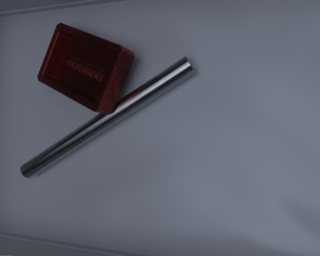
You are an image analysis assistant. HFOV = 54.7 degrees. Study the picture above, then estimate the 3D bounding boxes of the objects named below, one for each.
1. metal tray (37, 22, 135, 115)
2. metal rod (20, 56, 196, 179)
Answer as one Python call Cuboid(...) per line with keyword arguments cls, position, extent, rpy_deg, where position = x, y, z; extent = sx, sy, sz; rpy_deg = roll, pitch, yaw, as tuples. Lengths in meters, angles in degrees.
Cuboid(cls="metal tray", position=(-0.106, -0.084, 0.429), extent=(0.130, 0.030, 0.090), rpy_deg=(27, 98, 29))
Cuboid(cls="metal rod", position=(-0.083, -0.007, 0.438), extent=(0.300, 0.025, 0.025), rpy_deg=(-31, 80, 17))
